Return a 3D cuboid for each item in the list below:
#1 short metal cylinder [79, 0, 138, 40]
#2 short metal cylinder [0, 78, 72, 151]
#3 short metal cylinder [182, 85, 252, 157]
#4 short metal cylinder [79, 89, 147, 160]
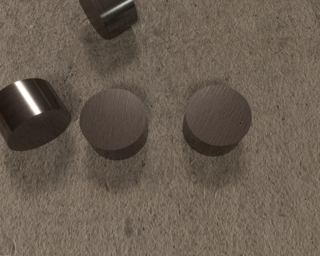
[{"bbox_3d":[-0.076,-0.174,0.442,0.050,0.080,0.080,-35,74,-12],"label":"short metal cylinder"},{"bbox_3d":[-0.159,-0.016,0.383,0.080,0.080,0.050,-34,74,-12],"label":"short metal cylinder"},{"bbox_3d":[0.071,-0.008,0.399,0.081,0.050,0.080,0,70,0],"label":"short metal cylinder"},{"bbox_3d":[-0.056,-0.003,0.395,0.081,0.050,0.080,0,70,0],"label":"short metal cylinder"}]
